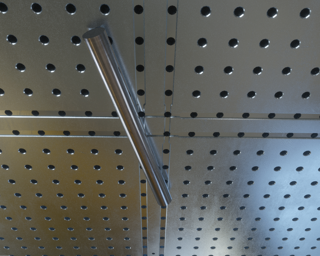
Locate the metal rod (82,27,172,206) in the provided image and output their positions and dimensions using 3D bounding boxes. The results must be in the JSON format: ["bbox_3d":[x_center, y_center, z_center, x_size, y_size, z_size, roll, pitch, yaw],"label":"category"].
[{"bbox_3d":[-0.031,0.010,0.419,0.025,0.025,0.299,-12,130,9],"label":"metal rod"}]
